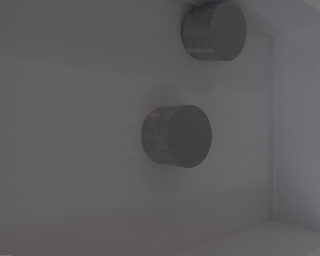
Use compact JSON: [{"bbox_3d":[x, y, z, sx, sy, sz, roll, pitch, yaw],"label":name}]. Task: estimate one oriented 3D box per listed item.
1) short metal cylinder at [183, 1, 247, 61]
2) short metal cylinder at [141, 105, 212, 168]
[{"bbox_3d":[0.080,-0.138,0.448,0.081,0.050,0.079,-11,107,-38],"label":"short metal cylinder"},{"bbox_3d":[0.023,0.010,0.409,0.081,0.050,0.080,0,90,-40],"label":"short metal cylinder"}]
